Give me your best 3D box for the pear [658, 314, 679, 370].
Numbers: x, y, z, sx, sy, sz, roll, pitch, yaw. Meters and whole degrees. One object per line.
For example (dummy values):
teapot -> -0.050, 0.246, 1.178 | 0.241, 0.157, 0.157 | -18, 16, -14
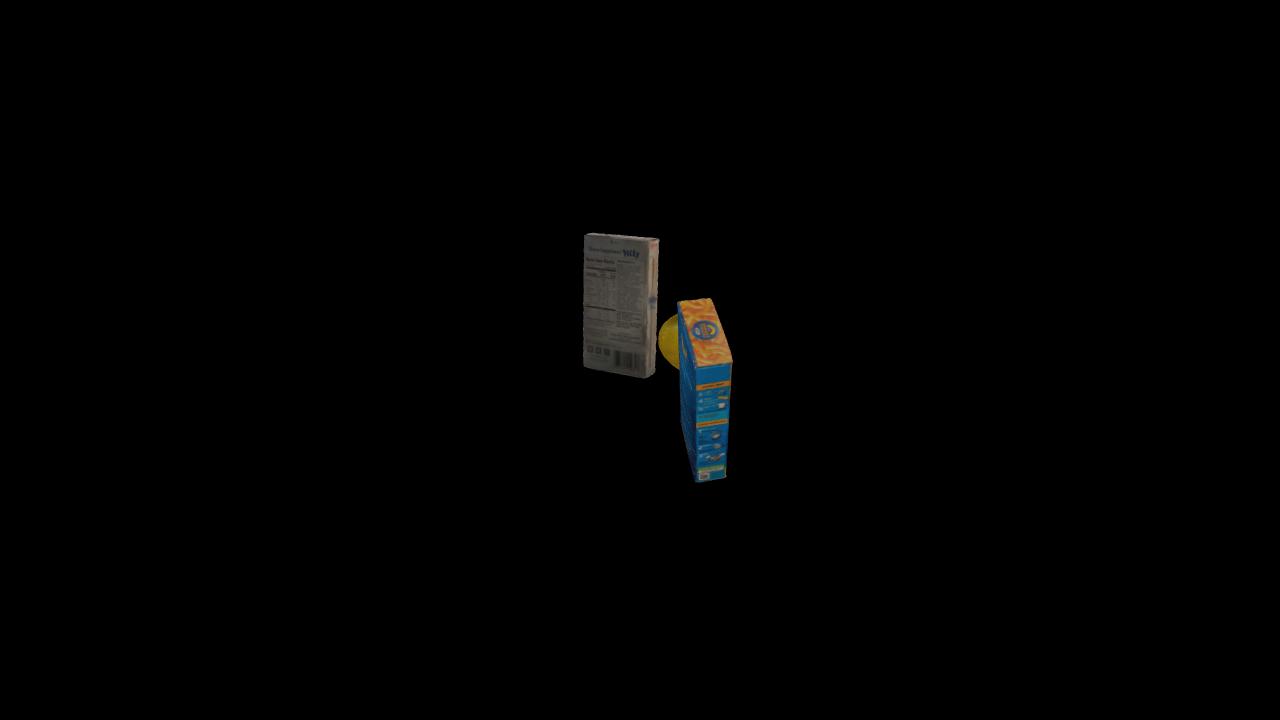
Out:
pear -> 0.068, -0.003, 0.746 | 0.080, 0.111, 0.080 | -20, 18, 7

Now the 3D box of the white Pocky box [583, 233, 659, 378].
white Pocky box -> -0.023, -0.060, 0.684 | 0.084, 0.154, 0.028 | 11, 19, 27

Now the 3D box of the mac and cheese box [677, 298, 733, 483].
mac and cheese box -> 0.065, 0.036, 0.635 | 0.041, 0.093, 0.184 | -7, -44, -2
